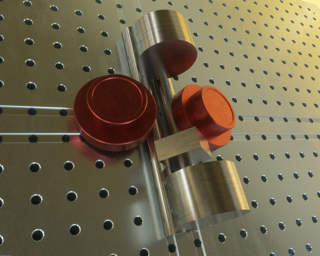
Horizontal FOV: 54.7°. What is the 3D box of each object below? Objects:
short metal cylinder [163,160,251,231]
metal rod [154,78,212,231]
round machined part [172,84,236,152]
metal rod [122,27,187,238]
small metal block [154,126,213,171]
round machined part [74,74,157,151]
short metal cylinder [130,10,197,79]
[{"bbox_3d":[0.048,0.073,0.326,0.081,0.080,0.050,1,62,-28],"label":"short metal cylinder"},{"bbox_3d":[0.017,-0.015,0.425,0.025,0.025,0.299,1,61,-28],"label":"metal rod"},{"bbox_3d":[0.066,-0.020,0.428,0.099,0.042,0.098,26,47,-31],"label":"round machined part"},{"bbox_3d":[-0.014,-0.013,0.407,0.025,0.025,0.299,1,61,-28],"label":"metal rod"},{"bbox_3d":[0.028,0.026,0.361,0.050,0.050,0.025,41,32,-60],"label":"small metal block"},{"bbox_3d":[-0.052,-0.025,0.369,0.099,0.042,0.098,5,61,-10],"label":"round machined part"},{"bbox_3d":[0.004,-0.109,0.413,0.081,0.080,0.050,1,62,-28],"label":"short metal cylinder"}]
